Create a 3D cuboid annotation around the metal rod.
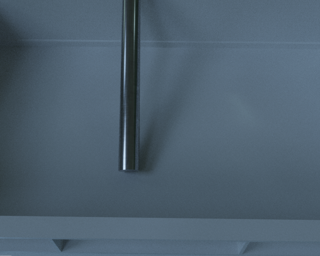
[{"bbox_3d":[-0.038,-0.094,0.404,0.025,0.025,0.299,-1,75,0],"label":"metal rod"}]
